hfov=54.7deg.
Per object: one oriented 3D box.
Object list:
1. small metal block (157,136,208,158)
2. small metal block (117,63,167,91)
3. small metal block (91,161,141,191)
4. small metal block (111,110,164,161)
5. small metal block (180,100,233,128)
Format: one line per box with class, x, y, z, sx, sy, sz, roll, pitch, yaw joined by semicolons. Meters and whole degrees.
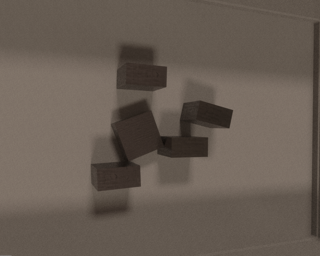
small metal block;0.029;0.024;0.409;0.050;0.050;0.025;1;90;-21
small metal block;-0.024;-0.063;0.389;0.050;0.050;0.025;2;90;-20
small metal block;-0.055;0.057;0.378;0.050;0.050;0.025;-2;91;-20
small metal block;-0.029;0.009;0.401;0.050;0.025;0.050;-22;98;-19
small metal block;0.062;-0.017;0.422;0.050;0.050;0.025;14;86;-20
